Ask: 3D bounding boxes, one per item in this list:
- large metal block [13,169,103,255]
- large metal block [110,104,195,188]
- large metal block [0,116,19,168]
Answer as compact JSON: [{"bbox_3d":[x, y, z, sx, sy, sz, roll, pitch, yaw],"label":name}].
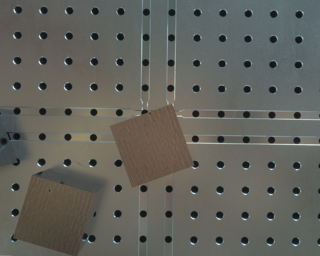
[{"bbox_3d":[-0.128,0.106,0.400,0.080,0.050,0.080,17,90,0],"label":"large metal block"},{"bbox_3d":[-0.009,0.021,0.401,0.080,0.050,0.080,-20,90,0],"label":"large metal block"},{"bbox_3d":[-0.246,0.024,0.399,0.080,0.050,0.080,-21,90,0],"label":"large metal block"}]
